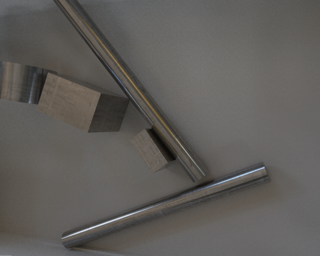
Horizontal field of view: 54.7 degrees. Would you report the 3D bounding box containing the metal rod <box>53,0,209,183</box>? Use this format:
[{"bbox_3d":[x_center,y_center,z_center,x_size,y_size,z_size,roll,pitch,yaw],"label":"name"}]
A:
[{"bbox_3d":[-0.039,-0.057,0.397,0.025,0.025,0.299,-38,88,16],"label":"metal rod"}]

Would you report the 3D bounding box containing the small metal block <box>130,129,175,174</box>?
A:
[{"bbox_3d":[-0.006,0.028,0.398,0.025,0.050,0.050,-38,78,16],"label":"small metal block"}]

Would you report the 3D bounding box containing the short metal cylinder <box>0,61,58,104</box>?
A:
[{"bbox_3d":[-0.193,-0.063,0.448,0.080,0.080,0.050,10,94,19],"label":"short metal cylinder"}]

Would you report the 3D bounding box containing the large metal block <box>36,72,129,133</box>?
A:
[{"bbox_3d":[-0.099,-0.032,0.415,0.080,0.080,0.050,22,98,18],"label":"large metal block"}]

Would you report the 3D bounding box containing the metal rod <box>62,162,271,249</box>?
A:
[{"bbox_3d":[-0.005,0.108,0.411,0.300,0.025,0.025,-23,83,18],"label":"metal rod"}]
